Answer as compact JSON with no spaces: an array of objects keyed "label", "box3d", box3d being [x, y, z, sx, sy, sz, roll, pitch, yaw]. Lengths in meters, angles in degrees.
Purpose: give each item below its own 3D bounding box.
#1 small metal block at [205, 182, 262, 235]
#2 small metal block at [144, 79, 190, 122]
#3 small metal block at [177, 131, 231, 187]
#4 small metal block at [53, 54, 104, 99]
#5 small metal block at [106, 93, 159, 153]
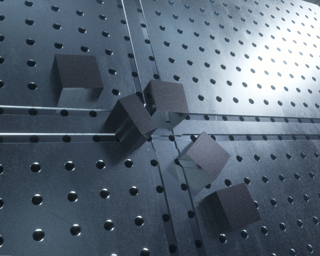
[{"label":"small metal block","box3d":[0.093,0.102,0.395,0.050,0.025,0.050,-8,66,-32]},{"label":"small metal block","box3d":[0.009,-0.038,0.435,0.050,0.025,0.050,4,60,-26]},{"label":"small metal block","box3d":[0.060,0.040,0.415,0.050,0.025,0.050,43,51,1]},{"label":"small metal block","box3d":[-0.104,-0.065,0.391,0.050,0.025,0.050,-5,64,-30]},{"label":"small metal block","box3d":[-0.035,-0.005,0.376,0.025,0.050,0.050,-26,76,-37]}]
